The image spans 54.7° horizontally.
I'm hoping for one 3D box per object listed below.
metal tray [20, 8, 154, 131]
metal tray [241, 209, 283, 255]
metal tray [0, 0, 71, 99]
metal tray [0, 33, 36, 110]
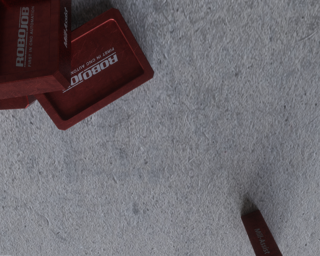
[{"bbox_3d":[-0.085,-0.068,0.364,0.130,0.030,0.090,-32,108,-4],"label":"metal tray"},{"bbox_3d":[0.155,0.186,0.424,0.030,0.130,0.090,-25,108,9],"label":"metal tray"},{"bbox_3d":[-0.142,-0.098,0.324,0.090,0.030,0.130,-8,70,5],"label":"metal tray"},{"bbox_3d":[-0.228,-0.067,0.380,0.131,0.030,0.089,-3,110,1],"label":"metal tray"}]
